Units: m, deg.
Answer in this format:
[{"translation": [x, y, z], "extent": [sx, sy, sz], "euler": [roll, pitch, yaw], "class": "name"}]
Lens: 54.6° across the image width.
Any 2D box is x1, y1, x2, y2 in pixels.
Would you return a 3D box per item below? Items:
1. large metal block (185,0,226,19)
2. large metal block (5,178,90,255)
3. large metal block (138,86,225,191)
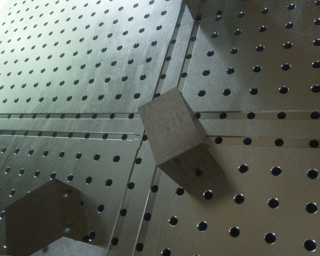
[{"translation": [0.070, -0.231, 0.479], "extent": [0.050, 0.080, 0.080], "euler": [2, 63, 29], "class": "large metal block"}, {"translation": [-0.144, 0.124, 0.393], "extent": [0.080, 0.050, 0.080], "euler": [-31, 52, 8], "class": "large metal block"}, {"translation": [0.024, 0.014, 0.352], "extent": [0.050, 0.080, 0.080], "euler": [-29, 52, 10], "class": "large metal block"}]
